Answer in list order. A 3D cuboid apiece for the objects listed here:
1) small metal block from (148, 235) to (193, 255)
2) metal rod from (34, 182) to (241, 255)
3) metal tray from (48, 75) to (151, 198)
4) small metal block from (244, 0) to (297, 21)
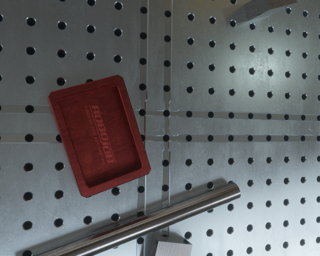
[{"bbox_3d":[0.011,0.176,0.418,0.050,0.025,0.050,14,85,-20],"label":"small metal block"},{"bbox_3d":[-0.026,0.129,0.404,0.302,0.025,0.025,-15,96,-20],"label":"metal rod"},{"bbox_3d":[-0.073,0.009,0.383,0.091,0.030,0.129,-19,97,-19],"label":"metal tray"},{"bbox_3d":[0.164,-0.185,0.461,0.050,0.050,0.025,-20,97,-19],"label":"small metal block"}]
